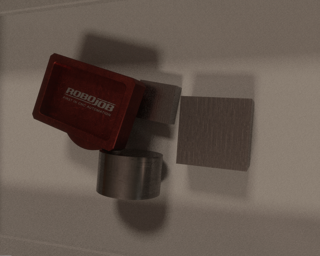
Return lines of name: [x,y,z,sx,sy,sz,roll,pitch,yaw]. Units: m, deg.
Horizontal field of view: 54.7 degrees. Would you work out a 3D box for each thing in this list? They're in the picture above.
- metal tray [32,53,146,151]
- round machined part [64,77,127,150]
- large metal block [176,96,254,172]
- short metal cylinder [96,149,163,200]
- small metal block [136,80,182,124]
metal tray: [-0.093,-0.034,0.393,0.130,0.030,0.089,21,94,21]
round machined part: [-0.080,-0.019,0.426,0.098,0.042,0.097,-1,87,21]
large metal block: [0.068,0.005,0.373,0.080,0.050,0.079,4,92,19]
short metal cylinder: [-0.038,0.056,0.394,0.080,0.080,0.050,6,92,19]
small metal block: [-0.003,-0.034,0.411,0.050,0.025,0.050,13,94,19]
